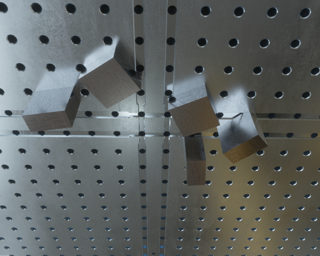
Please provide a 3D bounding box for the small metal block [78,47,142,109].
[{"bbox_3d":[-0.057,-0.057,0.362,0.050,0.025,0.050,-27,126,20],"label":"small metal block"}]

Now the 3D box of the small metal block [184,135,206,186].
[{"bbox_3d":[0.049,0.045,0.435,0.025,0.050,0.050,-3,130,2],"label":"small metal block"}]

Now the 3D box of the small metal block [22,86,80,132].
[{"bbox_3d":[-0.129,-0.023,0.373,0.050,0.050,0.025,-7,130,5],"label":"small metal block"}]

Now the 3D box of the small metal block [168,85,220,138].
[{"bbox_3d":[0.043,-0.021,0.395,0.050,0.025,0.050,-19,128,15],"label":"small metal block"}]

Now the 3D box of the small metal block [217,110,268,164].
[{"bbox_3d":[0.107,0.011,0.407,0.050,0.050,0.025,-33,123,24],"label":"small metal block"}]
